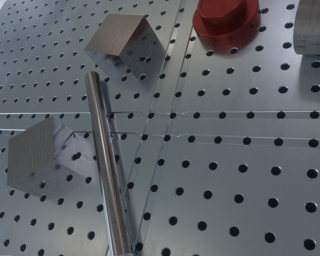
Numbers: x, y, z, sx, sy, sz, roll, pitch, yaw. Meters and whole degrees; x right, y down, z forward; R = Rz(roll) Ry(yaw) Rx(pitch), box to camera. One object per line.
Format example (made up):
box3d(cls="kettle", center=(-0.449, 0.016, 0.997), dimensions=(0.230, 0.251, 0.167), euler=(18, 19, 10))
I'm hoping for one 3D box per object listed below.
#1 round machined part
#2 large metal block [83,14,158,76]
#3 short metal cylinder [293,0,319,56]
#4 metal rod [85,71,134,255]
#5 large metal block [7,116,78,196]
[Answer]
box3d(cls="round machined part", center=(0.093, -0.171, 0.453), dimensions=(0.098, 0.042, 0.098), euler=(-13, 56, 21))
box3d(cls="large metal block", center=(-0.064, -0.139, 0.511), dimensions=(0.080, 0.050, 0.080), euler=(17, 71, 34))
box3d(cls="short metal cylinder", center=(0.189, -0.121, 0.348), dimensions=(0.050, 0.080, 0.080), euler=(17, 71, 35))
box3d(cls="metal rod", center=(-0.078, 0.029, 0.431), dimensions=(0.025, 0.025, 0.299), euler=(-26, 52, 12))
box3d(cls="large metal block", center=(-0.174, 0.041, 0.458), dimensions=(0.080, 0.050, 0.080), euler=(-27, 52, 11))
